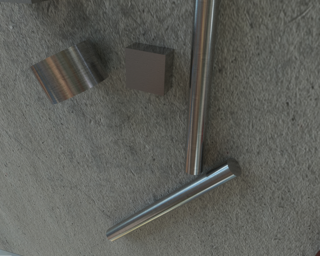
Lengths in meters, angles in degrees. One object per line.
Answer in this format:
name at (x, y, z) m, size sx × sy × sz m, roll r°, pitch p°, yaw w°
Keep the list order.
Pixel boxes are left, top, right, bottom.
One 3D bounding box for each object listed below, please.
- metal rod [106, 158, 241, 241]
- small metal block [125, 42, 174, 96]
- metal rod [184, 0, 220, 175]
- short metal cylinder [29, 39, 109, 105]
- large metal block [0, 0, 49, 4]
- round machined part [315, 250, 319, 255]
metal rod at (0.002, 0.123, 0.479) m, size 0.025 × 0.025 × 0.299 m, roll 47°, pitch 129°, yaw -5°
small metal block at (-0.013, -0.071, 0.369) m, size 0.050 × 0.025 × 0.050 m, roll 15°, pitch 125°, yaw 19°
metal rod at (0.046, -0.072, 0.337) m, size 0.025 × 0.025 × 0.298 m, roll 13°, pitch 124°, yaw 20°
short metal cylinder at (-0.111, -0.070, 0.385) m, size 0.080 × 0.080 × 0.050 m, roll -14°, pitch 111°, yaw 33°
large metal block at (-0.170, -0.192, 0.359) m, size 0.080 × 0.050 × 0.079 m, roll 12°, pitch 124°, yaw 21°
round machined part at (0.241, 0.174, 0.376) m, size 0.098 × 0.042 × 0.097 m, roll 13°, pitch 124°, yaw 20°
